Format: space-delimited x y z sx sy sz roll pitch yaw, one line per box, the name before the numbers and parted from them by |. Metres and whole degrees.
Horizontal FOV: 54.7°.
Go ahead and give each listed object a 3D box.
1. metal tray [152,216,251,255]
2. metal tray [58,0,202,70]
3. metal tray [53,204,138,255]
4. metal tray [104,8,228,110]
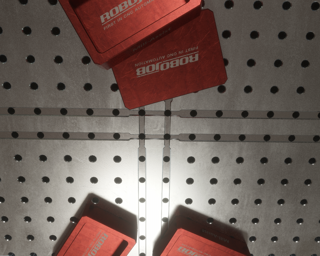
metal tray | 0.064 0.202 0.486 0.131 0.030 0.089 26 108 -10
metal tray | -0.031 -0.134 0.338 0.130 0.030 0.090 -30 87 4
metal tray | -0.105 0.190 0.479 0.090 0.030 0.129 30 107 -11
metal tray | 0.008 -0.083 0.380 0.131 0.030 0.089 -15 110 5
